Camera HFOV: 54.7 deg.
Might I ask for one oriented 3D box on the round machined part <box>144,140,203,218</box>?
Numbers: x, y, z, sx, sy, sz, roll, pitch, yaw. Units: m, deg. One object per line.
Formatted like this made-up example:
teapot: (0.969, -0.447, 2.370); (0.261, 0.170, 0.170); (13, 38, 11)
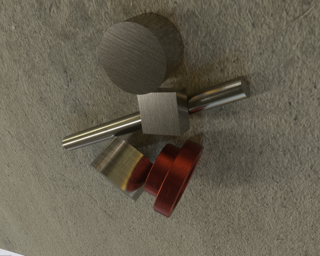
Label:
round machined part: (0.014, 0.058, 0.388); (0.042, 0.098, 0.097); (26, 128, 12)

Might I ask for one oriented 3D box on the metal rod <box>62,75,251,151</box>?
metal rod: (-0.028, -0.010, 0.415); (0.300, 0.025, 0.025); (-16, 110, 34)

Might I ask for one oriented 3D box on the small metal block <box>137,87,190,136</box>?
small metal block: (0.004, -0.020, 0.360); (0.050, 0.025, 0.050); (3, 110, 30)

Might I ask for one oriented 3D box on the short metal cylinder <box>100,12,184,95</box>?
short metal cylinder: (-0.019, -0.084, 0.349); (0.080, 0.050, 0.079); (13, 124, 21)

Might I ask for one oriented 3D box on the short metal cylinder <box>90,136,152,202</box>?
short metal cylinder: (-0.049, 0.056, 0.427); (0.080, 0.050, 0.080); (36, 164, 12)
